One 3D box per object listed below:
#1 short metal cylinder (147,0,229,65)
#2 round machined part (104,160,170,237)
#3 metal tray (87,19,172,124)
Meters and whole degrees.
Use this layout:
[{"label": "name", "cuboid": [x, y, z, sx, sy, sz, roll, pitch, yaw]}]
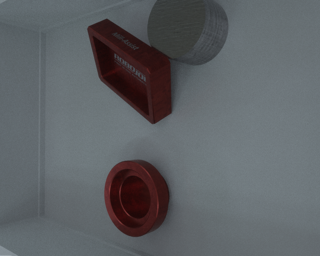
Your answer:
[{"label": "short metal cylinder", "cuboid": [0.032, -0.117, 0.363, 0.080, 0.050, 0.079, 0, 90, 39]}, {"label": "round machined part", "cuboid": [-0.027, 0.091, 0.416, 0.098, 0.042, 0.097, 0, 90, 39]}, {"label": "metal tray", "cuboid": [-0.040, -0.074, 0.402, 0.130, 0.030, 0.089, 40, 151, 32]}]
